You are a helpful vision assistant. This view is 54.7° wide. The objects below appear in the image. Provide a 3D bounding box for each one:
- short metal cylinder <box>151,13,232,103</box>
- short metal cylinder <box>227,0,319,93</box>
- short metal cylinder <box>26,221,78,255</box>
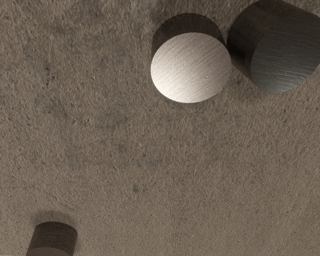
[{"bbox_3d":[0.031,-0.074,0.329,0.081,0.050,0.079,0,130,0],"label":"short metal cylinder"},{"bbox_3d":[0.115,-0.082,0.310,0.081,0.050,0.079,-10,128,-13],"label":"short metal cylinder"},{"bbox_3d":[-0.198,0.218,0.573,0.081,0.050,0.079,0,130,0],"label":"short metal cylinder"}]
